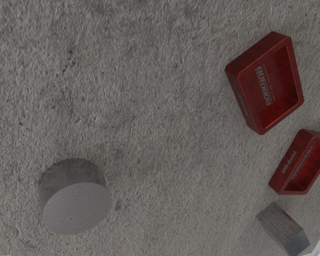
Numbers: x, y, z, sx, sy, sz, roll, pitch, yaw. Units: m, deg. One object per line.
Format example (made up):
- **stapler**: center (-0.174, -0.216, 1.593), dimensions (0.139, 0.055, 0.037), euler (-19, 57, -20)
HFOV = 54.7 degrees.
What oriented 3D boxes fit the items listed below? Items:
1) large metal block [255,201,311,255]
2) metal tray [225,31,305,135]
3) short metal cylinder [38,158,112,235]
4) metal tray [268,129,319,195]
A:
- **large metal block**: center (0.255, 0.212, 0.642), dimensions (0.050, 0.080, 0.080), euler (-39, 130, -2)
- **metal tray**: center (0.156, -0.061, 0.451), dimensions (0.090, 0.030, 0.130), euler (-37, 129, -3)
- **short metal cylinder**: center (-0.106, 0.084, 0.385), dimensions (0.081, 0.050, 0.079), euler (-14, 124, -21)
- **metal tray**: center (0.276, 0.069, 0.597), dimensions (0.091, 0.030, 0.129), euler (8, 114, -32)
